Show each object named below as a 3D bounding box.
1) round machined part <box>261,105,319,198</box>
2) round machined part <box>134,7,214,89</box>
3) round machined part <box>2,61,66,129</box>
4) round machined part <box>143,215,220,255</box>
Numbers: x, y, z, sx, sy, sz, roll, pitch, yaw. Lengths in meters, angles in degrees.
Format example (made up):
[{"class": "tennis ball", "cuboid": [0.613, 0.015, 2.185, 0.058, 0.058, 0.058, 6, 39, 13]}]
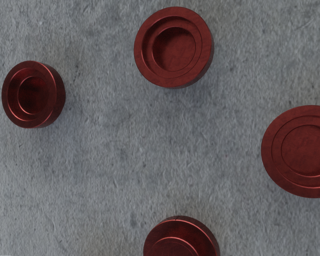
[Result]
[{"class": "round machined part", "cuboid": [0.164, 0.025, 0.342, 0.098, 0.042, 0.097, 0, 90, 19]}, {"class": "round machined part", "cuboid": [0.020, -0.098, 0.392, 0.098, 0.042, 0.097, 0, 90, 19]}, {"class": "round machined part", "cuboid": [-0.182, -0.048, 0.462, 0.098, 0.042, 0.097, 0, 90, 19]}, {"class": "round machined part", "cuboid": [0.024, 0.165, 0.391, 0.098, 0.042, 0.097, 0, 90, 19]}]
